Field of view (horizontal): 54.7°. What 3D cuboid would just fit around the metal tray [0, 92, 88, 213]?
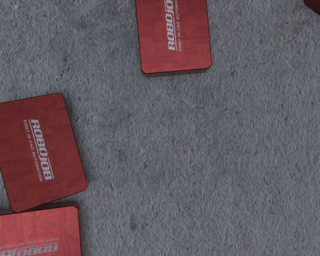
[{"bbox_3d":[-0.153,0.028,0.387,0.091,0.030,0.129,-15,90,-28],"label":"metal tray"}]

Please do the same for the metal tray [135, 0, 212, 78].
[{"bbox_3d":[0.016,-0.136,0.407,0.091,0.030,0.129,-5,90,0],"label":"metal tray"}]

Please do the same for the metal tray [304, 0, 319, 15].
[{"bbox_3d":[0.269,-0.197,0.409,0.090,0.030,0.130,36,90,0],"label":"metal tray"}]

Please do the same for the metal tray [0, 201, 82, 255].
[{"bbox_3d":[-0.167,0.147,0.389,0.131,0.030,0.089,-4,88,-15],"label":"metal tray"}]
